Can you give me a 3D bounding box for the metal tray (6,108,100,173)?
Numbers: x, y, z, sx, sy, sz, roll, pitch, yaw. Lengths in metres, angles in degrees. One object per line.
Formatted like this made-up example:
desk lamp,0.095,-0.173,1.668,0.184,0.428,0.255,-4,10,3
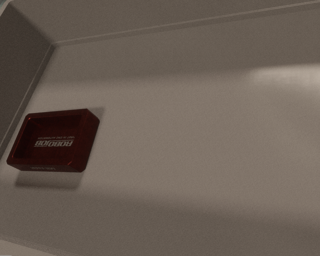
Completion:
metal tray,-0.164,0.020,0.473,0.130,0.030,0.090,-3,60,26
